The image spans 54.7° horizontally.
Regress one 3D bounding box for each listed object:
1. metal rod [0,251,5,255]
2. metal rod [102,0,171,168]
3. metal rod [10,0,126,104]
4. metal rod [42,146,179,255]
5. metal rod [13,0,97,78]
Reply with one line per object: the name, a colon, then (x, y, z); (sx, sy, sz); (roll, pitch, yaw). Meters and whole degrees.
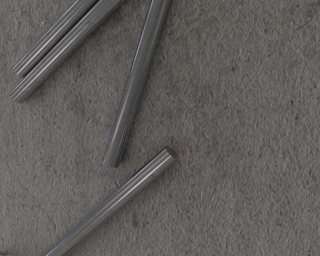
metal rod: (-0.153, 0.295, 0.463); (0.300, 0.025, 0.025); (36, 102, 16)
metal rod: (-0.024, -0.090, 0.417); (0.025, 0.025, 0.298); (20, 97, 19)
metal rod: (-0.113, -0.139, 0.448); (0.300, 0.025, 0.025); (-39, 78, 15)
metal rod: (-0.091, 0.130, 0.441); (0.299, 0.025, 0.025); (-42, 77, 15)
metal rod: (-0.108, -0.178, 0.446); (0.300, 0.025, 0.025); (-39, 78, 15)
